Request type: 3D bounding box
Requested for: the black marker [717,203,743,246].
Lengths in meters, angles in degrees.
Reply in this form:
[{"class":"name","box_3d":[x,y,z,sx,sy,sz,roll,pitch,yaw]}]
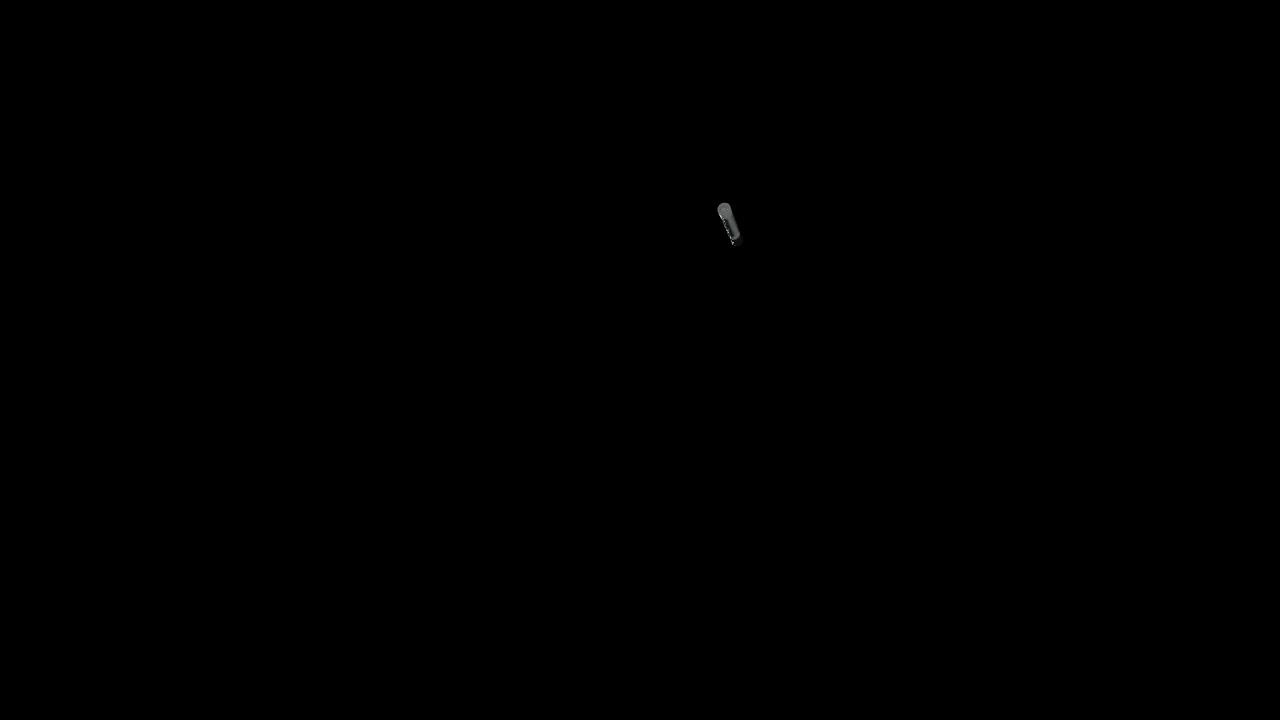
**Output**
[{"class":"black marker","box_3d":[0.135,-0.198,0.911,0.020,0.020,0.121,0,-12,18]}]
